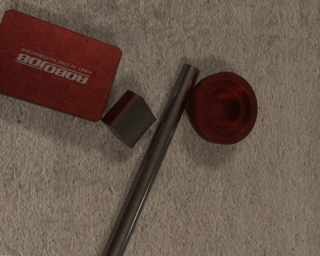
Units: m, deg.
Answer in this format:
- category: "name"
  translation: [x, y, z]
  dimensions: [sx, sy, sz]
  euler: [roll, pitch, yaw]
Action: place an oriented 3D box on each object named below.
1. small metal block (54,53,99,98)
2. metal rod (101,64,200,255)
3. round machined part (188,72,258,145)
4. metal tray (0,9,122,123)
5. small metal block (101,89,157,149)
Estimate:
- category: "small metal block"
  translation: [-0.101, -0.061, 0.372]
  dimensions: [0.050, 0.025, 0.050]
  euler: [0, 90, -20]
- category: "metal rod"
  translation: [-0.015, 0.054, 0.404]
  dimensions: [0.025, 0.025, 0.299]
  euler: [26, 81, -19]
- category: "round machined part"
  translation: [0.083, -0.027, 0.431]
  dimensions: [0.099, 0.042, 0.097]
  euler: [0, 90, -21]
- category: "metal tray"
  translation: [-0.119, -0.067, 0.354]
  dimensions: [0.131, 0.030, 0.090]
  euler: [18, 84, -13]
- category: "small metal block"
  translation: [-0.037, -0.010, 0.382]
  dimensions: [0.050, 0.025, 0.050]
  euler: [-50, 146, -13]
